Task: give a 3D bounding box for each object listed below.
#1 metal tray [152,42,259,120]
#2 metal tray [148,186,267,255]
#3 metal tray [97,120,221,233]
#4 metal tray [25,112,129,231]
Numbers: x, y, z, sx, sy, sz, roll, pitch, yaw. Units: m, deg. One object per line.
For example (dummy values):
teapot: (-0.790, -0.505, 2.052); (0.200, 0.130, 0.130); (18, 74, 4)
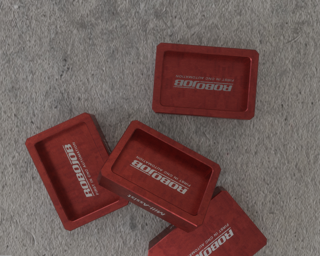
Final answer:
metal tray: (0.058, -0.060, 0.407); (0.131, 0.030, 0.089); (4, 90, 0)
metal tray: (0.061, 0.152, 0.408); (0.130, 0.030, 0.090); (-39, 90, 0)
metal tray: (0.002, 0.057, 0.383); (0.130, 0.030, 0.090); (29, 53, 0)
metal tray: (-0.105, 0.055, 0.406); (0.090, 0.030, 0.129); (-25, 90, 0)
